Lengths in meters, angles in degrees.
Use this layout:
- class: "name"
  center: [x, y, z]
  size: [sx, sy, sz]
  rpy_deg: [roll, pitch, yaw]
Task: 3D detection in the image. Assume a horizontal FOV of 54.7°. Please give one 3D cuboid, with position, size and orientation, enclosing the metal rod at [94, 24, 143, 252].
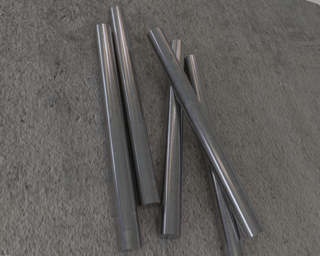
- class: "metal rod"
  center: [-0.056, -0.009, 0.378]
  size: [0.025, 0.025, 0.299]
  rpy_deg: [3, 60, -27]

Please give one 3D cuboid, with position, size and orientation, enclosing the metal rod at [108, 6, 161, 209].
- class: "metal rod"
  center: [-0.039, -0.045, 0.409]
  size: [0.025, 0.025, 0.299]
  rpy_deg: [3, 61, -27]

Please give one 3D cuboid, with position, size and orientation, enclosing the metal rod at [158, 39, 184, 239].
- class: "metal rod"
  center: [0.019, -0.007, 0.417]
  size: [0.025, 0.025, 0.300]
  rpy_deg: [17, 55, -19]

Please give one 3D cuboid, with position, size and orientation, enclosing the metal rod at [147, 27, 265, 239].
- class: "metal rod"
  center: [0.051, -0.008, 0.402]
  size: [0.025, 0.025, 0.299]
  rpy_deg: [-11, 68, -33]

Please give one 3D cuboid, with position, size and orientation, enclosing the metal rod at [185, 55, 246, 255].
- class: "metal rod"
  center: [0.069, 0.022, 0.426]
  size: [0.025, 0.025, 0.299]
  rpy_deg: [6, 59, -25]
